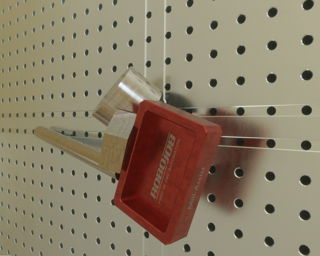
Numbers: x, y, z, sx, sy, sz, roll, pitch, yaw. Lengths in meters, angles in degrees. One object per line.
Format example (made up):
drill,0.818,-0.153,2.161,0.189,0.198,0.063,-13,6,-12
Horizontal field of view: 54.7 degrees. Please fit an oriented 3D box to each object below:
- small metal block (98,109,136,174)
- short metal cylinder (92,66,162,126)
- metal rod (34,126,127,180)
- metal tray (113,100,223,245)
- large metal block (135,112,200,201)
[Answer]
small metal block,-0.047,0.014,0.352,0.025,0.050,0.050,16,124,0
short metal cylinder,-0.043,-0.033,0.399,0.050,0.080,0.080,39,123,-15
metal rod,-0.136,0.030,0.480,0.300,0.025,0.025,13,99,50
metal tray,0.003,0.044,0.332,0.090,0.030,0.129,26,106,37
large metal block,0.003,0.035,0.387,0.080,0.050,0.080,-42,65,31
